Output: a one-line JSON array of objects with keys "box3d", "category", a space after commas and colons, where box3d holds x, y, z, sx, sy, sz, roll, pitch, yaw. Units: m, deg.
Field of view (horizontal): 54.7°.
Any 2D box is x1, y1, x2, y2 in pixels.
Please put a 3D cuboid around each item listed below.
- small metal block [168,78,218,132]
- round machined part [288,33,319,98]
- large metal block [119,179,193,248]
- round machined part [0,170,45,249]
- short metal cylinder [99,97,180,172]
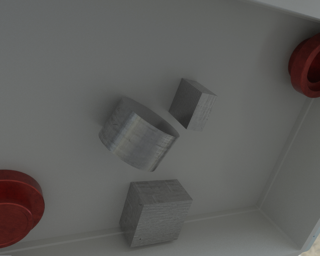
[{"box3d": [0.041, -0.030, 0.398, 0.025, 0.050, 0.050, 8, 114, -32], "category": "small metal block"}, {"box3d": [0.236, -0.098, 0.469, 0.099, 0.042, 0.097, -14, 125, -21], "category": "round machined part"}, {"box3d": [-0.008, 0.127, 0.469, 0.081, 0.050, 0.079, 3, 117, -30], "category": "large metal block"}, {"box3d": [-0.186, 0.100, 0.359, 0.099, 0.042, 0.097, -14, 125, -21], "category": "round machined part"}, {"box3d": [-0.024, 0.007, 0.366, 0.080, 0.080, 0.050, 27, 104, -38], "category": "short metal cylinder"}]
